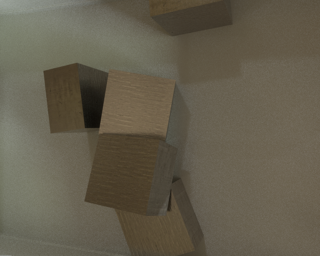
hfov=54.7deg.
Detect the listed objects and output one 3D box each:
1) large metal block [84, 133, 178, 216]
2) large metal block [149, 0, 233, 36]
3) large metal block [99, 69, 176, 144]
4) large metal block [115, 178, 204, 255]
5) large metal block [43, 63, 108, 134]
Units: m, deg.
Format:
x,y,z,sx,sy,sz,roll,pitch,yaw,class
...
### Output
x,y,z,sx,sy,sz,roll,pitch,yaw,class
-0.032,0.054,0.362,0.080,0.050,0.080,5,78,27,large metal block
0.038,-0.152,0.367,0.080,0.080,0.050,-6,88,19,large metal block
-0.026,-0.026,0.395,0.080,0.050,0.079,10,93,3,large metal block
-0.001,0.119,0.397,0.080,0.050,0.080,-24,83,18,large metal block
-0.104,-0.036,0.417,0.050,0.080,0.080,-8,87,20,large metal block
